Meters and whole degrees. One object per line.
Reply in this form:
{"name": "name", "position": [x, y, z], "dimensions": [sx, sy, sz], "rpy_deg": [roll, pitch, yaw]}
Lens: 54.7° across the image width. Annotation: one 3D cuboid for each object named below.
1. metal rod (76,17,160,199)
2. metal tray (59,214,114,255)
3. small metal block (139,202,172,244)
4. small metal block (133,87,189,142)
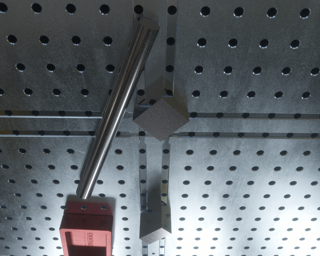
{"name": "metal rod", "position": [-0.067, -0.002, 0.408], "dimensions": [0.025, 0.025, 0.298], "rpy_deg": [17, 128, -14]}
{"name": "metal tray", "position": [-0.136, 0.215, 0.589], "dimensions": [0.091, 0.030, 0.129], "rpy_deg": [4, 130, -5]}
{"name": "small metal block", "position": [-0.008, 0.165, 0.536], "dimensions": [0.050, 0.050, 0.025], "rpy_deg": [-34, 123, 25]}
{"name": "small metal block", "position": [0.001, -0.017, 0.398], "dimensions": [0.050, 0.025, 0.050], "rpy_deg": [-36, 122, 26]}
